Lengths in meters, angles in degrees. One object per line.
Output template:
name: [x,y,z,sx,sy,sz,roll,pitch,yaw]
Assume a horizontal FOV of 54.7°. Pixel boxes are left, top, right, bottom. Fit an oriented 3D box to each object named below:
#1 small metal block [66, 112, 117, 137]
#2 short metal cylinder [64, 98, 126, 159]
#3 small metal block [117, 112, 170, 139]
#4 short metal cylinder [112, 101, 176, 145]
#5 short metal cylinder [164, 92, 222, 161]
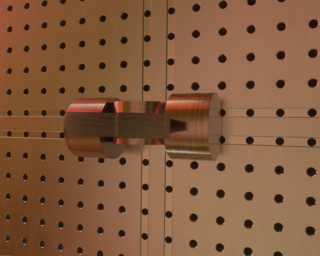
small metal block: [-0.074,-0.004,0.339,0.050,0.050,0.025,1,91,-12]
short metal cylinder: [-0.082,0.000,0.412,0.050,0.080,0.079,1,91,20]
small metal block: [-0.019,-0.003,0.324,0.050,0.050,0.025,1,91,-11]
short metal cylinder: [-0.020,-0.006,0.390,0.080,0.080,0.050,1,91,20]
short metal cylinder: [0.041,-0.002,0.368,0.050,0.080,0.079,1,90,21]
